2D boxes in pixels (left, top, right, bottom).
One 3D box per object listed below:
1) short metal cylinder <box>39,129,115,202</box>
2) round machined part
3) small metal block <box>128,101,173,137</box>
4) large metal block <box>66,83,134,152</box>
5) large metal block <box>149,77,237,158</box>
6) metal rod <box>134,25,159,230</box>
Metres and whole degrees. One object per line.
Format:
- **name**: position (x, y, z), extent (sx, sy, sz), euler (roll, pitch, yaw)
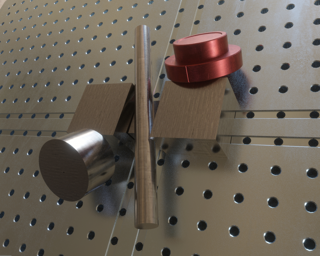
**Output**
- **short metal cylinder**: position (-0.105, 0.045, 0.392), extent (0.080, 0.050, 0.079), euler (9, 109, 27)
- **round machined part**: position (0.053, -0.095, 0.396), extent (0.098, 0.042, 0.098), euler (-11, 24, 5)
- **small metal block**: position (-0.009, -0.009, 0.419), extent (0.050, 0.025, 0.050), euler (1, 62, 28)
- **large metal block**: position (-0.073, -0.016, 0.441), extent (0.080, 0.050, 0.080), euler (2, 63, 29)
- **large metal block**: position (0.043, -0.012, 0.378), extent (0.080, 0.050, 0.080), euler (1, 62, 28)
- **metal rod**: position (-0.020, -0.024, 0.400), extent (0.025, 0.025, 0.299), euler (-16, 55, 19)
